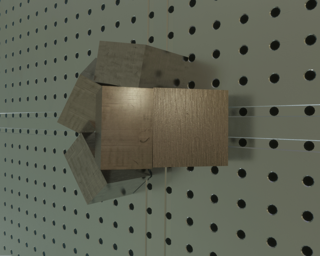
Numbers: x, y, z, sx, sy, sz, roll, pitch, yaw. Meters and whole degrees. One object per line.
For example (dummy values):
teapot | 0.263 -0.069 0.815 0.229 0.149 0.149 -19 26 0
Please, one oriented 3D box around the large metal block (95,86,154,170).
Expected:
large metal block | -0.042 0.000 0.338 0.080 0.050 0.080 -179 91 -74

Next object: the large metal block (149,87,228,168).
large metal block | 0.027 0.000 0.341 0.050 0.081 0.080 179 92 -77

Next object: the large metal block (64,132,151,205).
large metal block | -0.073 0.052 0.433 0.050 0.081 0.080 -47 63 29

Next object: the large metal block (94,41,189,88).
large metal block | -0.024 -0.075 0.394 0.080 0.081 0.050 17 101 39

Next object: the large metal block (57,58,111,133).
large metal block | -0.096 -0.045 0.446 0.050 0.080 0.080 29 116 -11

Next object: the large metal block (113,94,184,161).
large metal block | -0.016 -0.002 0.407 0.080 0.050 0.080 1 91 40
